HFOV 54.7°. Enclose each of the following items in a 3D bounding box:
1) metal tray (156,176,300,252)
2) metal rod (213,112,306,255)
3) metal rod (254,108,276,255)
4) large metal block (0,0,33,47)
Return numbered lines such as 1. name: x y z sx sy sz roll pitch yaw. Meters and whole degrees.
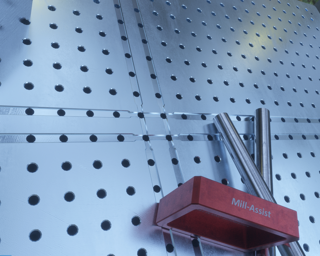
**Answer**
1. metal tray: 0.073 0.101 0.345 0.131 0.090 0.030 22 54 -16
2. metal rod: 0.138 0.103 0.391 0.025 0.025 0.299 -1 53 -29
3. metal rod: 0.145 0.094 0.431 0.025 0.025 0.300 23 53 -15
4. large metal block: -0.192 -0.156 0.365 0.050 0.080 0.080 27 52 -12
